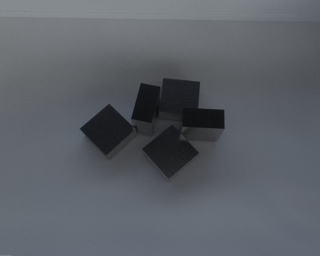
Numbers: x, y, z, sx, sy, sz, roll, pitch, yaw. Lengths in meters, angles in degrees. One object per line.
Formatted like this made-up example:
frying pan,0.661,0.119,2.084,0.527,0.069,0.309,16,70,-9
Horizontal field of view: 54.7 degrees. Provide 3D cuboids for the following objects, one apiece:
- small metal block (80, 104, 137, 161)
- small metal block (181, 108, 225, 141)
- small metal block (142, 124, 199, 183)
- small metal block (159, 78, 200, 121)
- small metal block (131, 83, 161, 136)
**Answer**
small metal block,-0.067,0.005,0.405,0.050,0.025,0.050,-43,76,-14
small metal block,0.052,-0.003,0.396,0.050,0.050,0.025,3,70,1
small metal block,0.013,0.033,0.395,0.050,0.025,0.050,-39,75,-13
small metal block,0.026,-0.038,0.422,0.050,0.025,0.050,6,70,2
small metal block,-0.017,-0.023,0.402,0.025,0.050,0.050,12,71,4
